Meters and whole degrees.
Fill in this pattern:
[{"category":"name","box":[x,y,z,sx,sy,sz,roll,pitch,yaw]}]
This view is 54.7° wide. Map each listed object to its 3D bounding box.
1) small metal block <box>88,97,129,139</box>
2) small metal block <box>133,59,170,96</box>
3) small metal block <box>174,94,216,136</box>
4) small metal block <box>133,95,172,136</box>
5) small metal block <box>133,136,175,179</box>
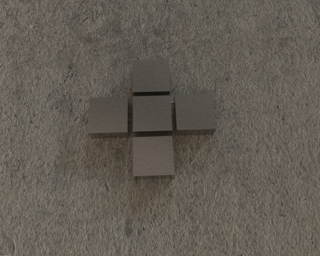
[{"category":"small metal block","box":[-0.067,-0.013,0.413,0.050,0.025,0.050,-2,70,-1]},{"category":"small metal block","box":[-0.012,-0.068,0.434,0.050,0.025,0.050,-2,70,-1]},{"category":"small metal block","box":[0.046,-0.017,0.416,0.050,0.025,0.050,-2,70,-1]},{"category":"small metal block","box":[-0.010,-0.015,0.415,0.050,0.025,0.050,-2,70,-1]},{"category":"small metal block","box":[-0.008,0.038,0.395,0.050,0.025,0.050,-2,70,-1]}]
